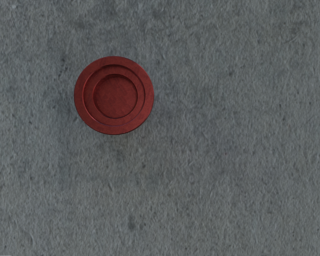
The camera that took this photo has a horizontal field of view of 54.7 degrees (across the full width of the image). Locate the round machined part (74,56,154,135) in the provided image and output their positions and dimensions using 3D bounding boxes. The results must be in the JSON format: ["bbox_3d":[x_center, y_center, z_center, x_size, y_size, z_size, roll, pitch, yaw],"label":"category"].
[{"bbox_3d":[-0.057,-0.040,0.401,0.099,0.042,0.097,0,90,-1],"label":"round machined part"}]
